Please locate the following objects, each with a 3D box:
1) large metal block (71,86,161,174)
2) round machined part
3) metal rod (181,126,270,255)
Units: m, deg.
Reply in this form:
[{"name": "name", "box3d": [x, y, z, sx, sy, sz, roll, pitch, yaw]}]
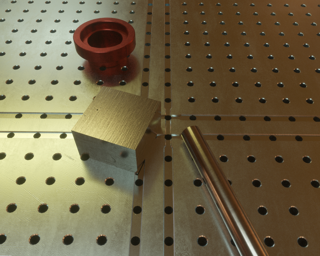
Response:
[{"name": "large metal block", "box3d": [-0.050, 0.001, 0.390, 0.080, 0.050, 0.080, 16, 52, 13]}, {"name": "round machined part", "box3d": [-0.089, -0.137, 0.511, 0.099, 0.042, 0.098, 0, 50, 0]}, {"name": "metal rod", "box3d": [0.088, 0.114, 0.312, 0.025, 0.025, 0.299, -15, 52, -12]}]
